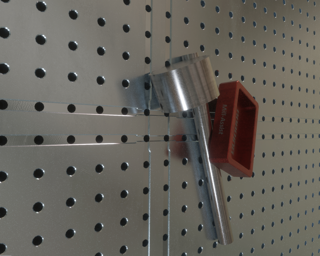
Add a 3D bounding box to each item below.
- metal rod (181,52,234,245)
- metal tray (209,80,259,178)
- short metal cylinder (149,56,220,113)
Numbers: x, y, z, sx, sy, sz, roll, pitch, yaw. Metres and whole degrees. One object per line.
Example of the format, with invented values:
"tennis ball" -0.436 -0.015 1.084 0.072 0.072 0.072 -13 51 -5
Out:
"metal rod" 0.074 0.037 0.471 0.025 0.025 0.298 -21 103 -38
"metal tray" 0.119 0.003 0.484 0.090 0.030 0.130 32 62 -46
"short metal cylinder" 0.031 -0.057 0.399 0.081 0.080 0.050 -30 109 -36
